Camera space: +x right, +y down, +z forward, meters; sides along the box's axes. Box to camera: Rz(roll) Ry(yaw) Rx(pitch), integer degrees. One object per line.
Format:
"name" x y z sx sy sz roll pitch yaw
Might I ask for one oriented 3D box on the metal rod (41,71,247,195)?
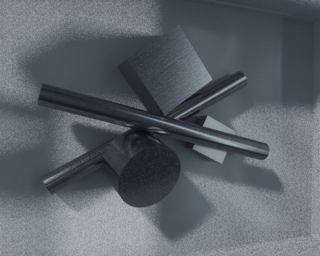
"metal rod" -0.006 -0.002 0.407 0.302 0.025 0.025 -29 100 -18

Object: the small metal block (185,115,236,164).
"small metal block" 0.071 0.016 0.435 0.050 0.025 0.050 28 81 -18

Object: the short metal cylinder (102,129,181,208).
"short metal cylinder" -0.023 0.047 0.373 0.081 0.050 0.079 -14 119 -27

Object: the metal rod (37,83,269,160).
"metal rod" 0.008 -0.002 0.386 0.302 0.025 0.025 14 85 -20

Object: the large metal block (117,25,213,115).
"large metal block" 0.006 -0.071 0.398 0.080 0.050 0.080 -38 103 -16
